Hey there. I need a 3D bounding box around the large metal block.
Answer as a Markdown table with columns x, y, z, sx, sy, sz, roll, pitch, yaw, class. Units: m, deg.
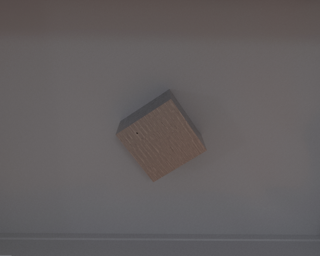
| x | y | z | sx | sy | sz | roll | pitch | yaw | class |
| --- | --- | --- | --- | --- | --- | --- | --- | --- | --- |
| 0.002 | 0.009 | 0.402 | 0.080 | 0.050 | 0.080 | -33 | 107 | 11 | large metal block |
